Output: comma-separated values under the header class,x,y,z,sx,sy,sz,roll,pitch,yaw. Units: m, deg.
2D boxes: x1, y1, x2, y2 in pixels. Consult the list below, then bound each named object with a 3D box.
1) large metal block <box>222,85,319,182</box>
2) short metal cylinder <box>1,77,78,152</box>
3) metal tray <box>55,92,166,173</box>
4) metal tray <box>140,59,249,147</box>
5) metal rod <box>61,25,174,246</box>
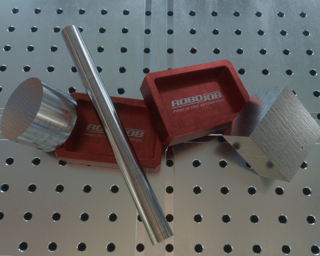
class,x,y,z,sx,sy,sz,roll,pitch,yaw
large metal block,0.138,0.006,0.378,0.080,0.050,0.080,45,74,-18
short metal cylinder,-0.149,-0.016,0.384,0.080,0.050,0.080,-16,61,31
metal tray,-0.060,0.006,0.406,0.131,0.030,0.090,6,70,2
metal tray,0.050,-0.036,0.402,0.131,0.030,0.090,-14,70,-23
metal rod,-0.060,-0.006,0.381,0.025,0.025,0.299,-24,72,-8
